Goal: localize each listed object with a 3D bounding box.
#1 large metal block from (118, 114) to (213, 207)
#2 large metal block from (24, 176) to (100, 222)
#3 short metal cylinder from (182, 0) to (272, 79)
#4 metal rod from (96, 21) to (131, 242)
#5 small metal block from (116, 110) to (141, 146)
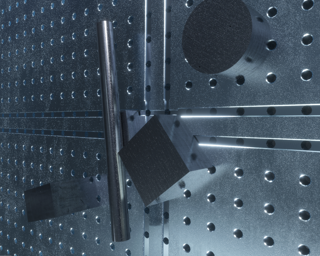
[{"bbox_3d":[0.005,0.039,0.388,0.080,0.050,0.080,-45,63,30],"label":"large metal block"},{"bbox_3d":[-0.159,0.115,0.502,0.080,0.081,0.050,-20,77,38],"label":"large metal block"},{"bbox_3d":[0.071,-0.095,0.333,0.080,0.050,0.079,0,90,39],"label":"short metal cylinder"},{"bbox_3d":[-0.065,0.001,0.428,0.025,0.025,0.298,-9,85,39],"label":"metal rod"},{"bbox_3d":[-0.055,0.004,0.452,0.050,0.025,0.050,-15,80,38],"label":"small metal block"}]
